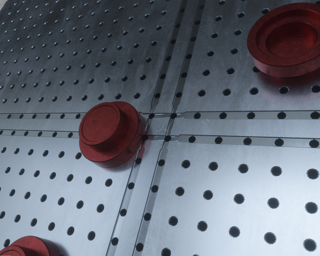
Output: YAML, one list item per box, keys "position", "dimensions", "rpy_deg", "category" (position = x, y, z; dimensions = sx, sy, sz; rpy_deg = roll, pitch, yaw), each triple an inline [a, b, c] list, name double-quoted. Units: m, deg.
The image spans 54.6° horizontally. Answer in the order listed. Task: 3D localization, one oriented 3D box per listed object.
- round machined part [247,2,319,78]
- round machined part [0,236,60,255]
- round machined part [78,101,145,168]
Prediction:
- position: [0.160, -0.101, 0.376]
  dimensions: [0.098, 0.042, 0.098]
  rpy_deg: [-13, 56, 21]
  category: "round machined part"
- position: [-0.173, 0.182, 0.378]
  dimensions: [0.098, 0.042, 0.098]
  rpy_deg: [-13, 56, 21]
  category: "round machined part"
- position: [-0.074, 0.003, 0.436]
  dimensions: [0.098, 0.042, 0.098]
  rpy_deg: [-13, 56, 21]
  category: "round machined part"
